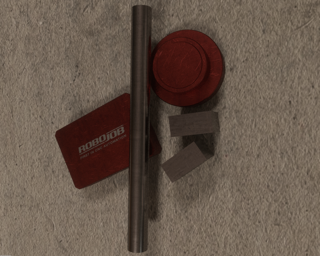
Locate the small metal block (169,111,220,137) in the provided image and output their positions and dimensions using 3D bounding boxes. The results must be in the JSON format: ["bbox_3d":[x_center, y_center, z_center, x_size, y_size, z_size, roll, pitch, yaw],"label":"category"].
[{"bbox_3d":[0.043,-0.005,0.380,0.050,0.050,0.025,-7,88,19],"label":"small metal block"}]

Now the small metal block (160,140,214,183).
[{"bbox_3d":[0.035,0.040,0.383,0.050,0.050,0.025,-37,78,16],"label":"small metal block"}]

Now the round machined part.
[{"bbox_3d":[0.030,-0.075,0.389,0.098,0.042,0.097,0,90,19],"label":"round machined part"}]

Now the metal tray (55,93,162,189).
[{"bbox_3d":[-0.074,0.019,0.431,0.130,0.030,0.090,-26,82,17],"label":"metal tray"}]

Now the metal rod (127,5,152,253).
[{"bbox_3d":[-0.025,0.001,0.384,0.025,0.025,0.298,1,90,19],"label":"metal rod"}]
